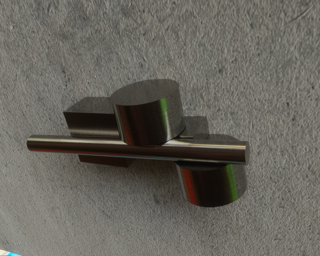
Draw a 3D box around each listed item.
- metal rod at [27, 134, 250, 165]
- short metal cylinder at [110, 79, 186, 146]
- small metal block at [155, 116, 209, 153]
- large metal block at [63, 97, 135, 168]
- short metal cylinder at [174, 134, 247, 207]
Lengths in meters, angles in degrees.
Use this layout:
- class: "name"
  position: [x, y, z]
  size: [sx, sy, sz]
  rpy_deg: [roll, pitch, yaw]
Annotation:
- class: "metal rod"
  position: [-0.046, 0.024, 0.380]
  size: [0.301, 0.025, 0.025]
  rpy_deg: [1, 119, 26]
- class: "short metal cylinder"
  position: [-0.013, -0.021, 0.367]
  size: [0.080, 0.080, 0.050]
  rpy_deg: [2, 120, 27]
- class: "small metal block"
  position: [0.028, 0.008, 0.380]
  size: [0.050, 0.050, 0.025]
  rpy_deg: [1, 119, 27]
- class: "large metal block"
  position: [-0.075, 0.004, 0.428]
  size: [0.080, 0.050, 0.079]
  rpy_deg: [3, 120, 26]
- class: "short metal cylinder"
  position: [0.060, 0.048, 0.369]
  size: [0.080, 0.080, 0.050]
  rpy_deg: [0, 118, 28]
